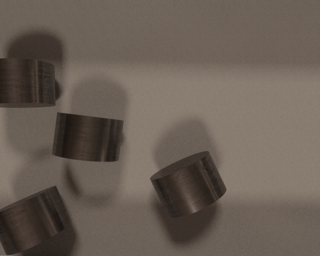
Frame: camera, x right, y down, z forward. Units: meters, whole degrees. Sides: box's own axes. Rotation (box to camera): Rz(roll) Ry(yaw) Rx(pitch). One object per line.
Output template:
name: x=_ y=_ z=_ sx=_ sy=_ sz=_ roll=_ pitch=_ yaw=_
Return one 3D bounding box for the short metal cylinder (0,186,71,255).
short metal cylinder: x=-0.158 y=0.111 z=0.382 sx=0.080 sy=0.080 sz=0.050 roll=-23 pitch=90 yaw=0

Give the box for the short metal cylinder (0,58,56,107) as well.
short metal cylinder: x=-0.172 y=-0.052 z=0.382 sx=0.081 sy=0.080 sz=0.050 roll=-2 pitch=90 yaw=-1

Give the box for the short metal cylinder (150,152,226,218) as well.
short metal cylinder: x=0.035 y=0.068 z=0.385 sx=0.080 sy=0.080 sz=0.050 roll=-25 pitch=90 yaw=0

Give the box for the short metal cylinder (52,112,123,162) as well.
short metal cylinder: x=-0.088 y=0.010 z=0.383 sx=0.081 sy=0.080 sz=0.050 roll=7 pitch=90 yaw=-1
